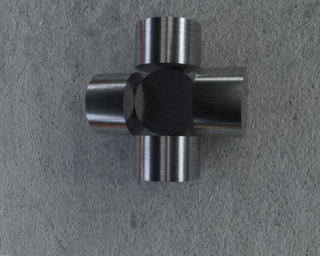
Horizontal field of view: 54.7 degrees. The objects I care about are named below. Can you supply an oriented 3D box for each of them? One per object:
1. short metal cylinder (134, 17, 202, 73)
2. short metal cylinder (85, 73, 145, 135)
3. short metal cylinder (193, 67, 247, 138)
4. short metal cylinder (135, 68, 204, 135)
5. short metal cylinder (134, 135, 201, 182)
[{"bbox_3d":[0.010,-0.097,0.376,0.080,0.080,0.050,2,91,19],"label":"short metal cylinder"},{"bbox_3d":[-0.052,-0.031,0.399,0.050,0.080,0.079,2,91,20],"label":"short metal cylinder"},{"bbox_3d":[0.072,-0.029,0.355,0.050,0.080,0.079,2,91,20],"label":"short metal cylinder"},{"bbox_3d":[0.015,-0.031,0.391,0.080,0.050,0.079,0,90,19],"label":"short metal cylinder"},{"bbox_3d":[0.009,0.034,0.377,0.080,0.080,0.050,1,90,19],"label":"short metal cylinder"}]
